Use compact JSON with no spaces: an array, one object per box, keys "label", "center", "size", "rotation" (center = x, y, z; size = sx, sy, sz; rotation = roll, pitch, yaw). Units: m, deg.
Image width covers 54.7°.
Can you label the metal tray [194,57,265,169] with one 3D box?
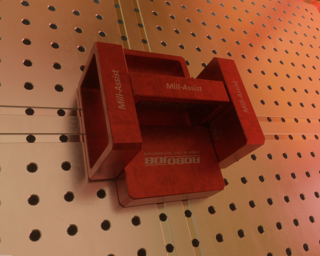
[{"label":"metal tray","center":[0.082,-0.019,0.423],"size":[0.030,0.090,0.130],"rotation":[1,61,-28]}]

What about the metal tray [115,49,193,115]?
[{"label":"metal tray","center":[-0.017,-0.064,0.436],"size":[0.131,0.030,0.090],"rotation":[1,62,-28]}]

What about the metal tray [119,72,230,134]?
[{"label":"metal tray","center":[0.009,-0.025,0.386],"size":[0.131,0.090,0.030],"rotation":[1,62,-28]}]

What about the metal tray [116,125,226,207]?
[{"label":"metal tray","center":[0.010,0.043,0.384],"size":[0.131,0.030,0.090],"rotation":[1,62,-28]}]

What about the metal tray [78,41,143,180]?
[{"label":"metal tray","center":[-0.061,-0.018,0.345],"size":[0.030,0.090,0.130],"rotation":[1,61,-28]}]
